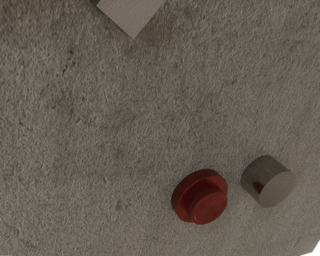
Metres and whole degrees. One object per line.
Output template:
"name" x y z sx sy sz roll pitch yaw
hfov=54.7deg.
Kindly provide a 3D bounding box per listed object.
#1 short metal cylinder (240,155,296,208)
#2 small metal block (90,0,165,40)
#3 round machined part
"short metal cylinder" 0.193 0.096 0.555 0.081 0.050 0.079 -14 124 -21
"small metal block" -0.032 -0.127 0.310 0.050 0.025 0.050 -49 129 6
"round machined part" 0.071 0.119 0.508 0.099 0.042 0.097 -14 124 -21
